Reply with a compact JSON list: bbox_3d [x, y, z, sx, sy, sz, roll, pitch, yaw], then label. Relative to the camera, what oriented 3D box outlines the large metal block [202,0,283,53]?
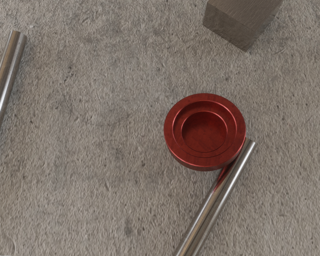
[{"bbox_3d":[0.123,-0.174,0.460,0.080,0.050,0.080,37,74,12],"label":"large metal block"}]

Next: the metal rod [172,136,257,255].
[{"bbox_3d":[0.034,0.138,0.358,0.025,0.025,0.300,30,72,10],"label":"metal rod"}]

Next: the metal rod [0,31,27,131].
[{"bbox_3d":[-0.223,0.005,0.403,0.025,0.025,0.299,6,70,2],"label":"metal rod"}]

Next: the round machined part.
[{"bbox_3d":[0.056,0.008,0.392,0.099,0.042,0.098,-2,66,6],"label":"round machined part"}]
